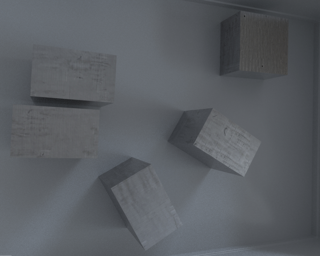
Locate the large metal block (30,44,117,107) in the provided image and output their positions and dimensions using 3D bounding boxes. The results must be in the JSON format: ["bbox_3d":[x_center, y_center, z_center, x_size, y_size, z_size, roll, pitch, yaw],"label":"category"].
[{"bbox_3d":[-0.098,-0.053,0.345,0.081,0.080,0.050,3,89,-20],"label":"large metal block"}]

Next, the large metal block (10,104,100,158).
[{"bbox_3d":[-0.114,0.004,0.339,0.081,0.080,0.050,3,89,-20],"label":"large metal block"}]

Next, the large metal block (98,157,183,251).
[{"bbox_3d":[-0.026,0.086,0.373,0.050,0.080,0.080,-30,100,-18],"label":"large metal block"}]

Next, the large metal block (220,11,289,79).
[{"bbox_3d":[0.136,-0.116,0.449,0.081,0.050,0.079,1,90,-21],"label":"large metal block"}]

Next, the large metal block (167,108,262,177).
[{"bbox_3d":[0.069,0.018,0.408,0.080,0.080,0.050,32,80,-18],"label":"large metal block"}]
